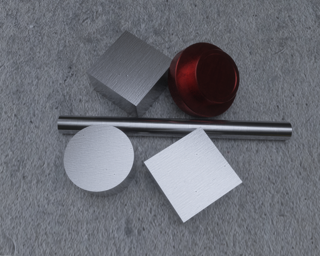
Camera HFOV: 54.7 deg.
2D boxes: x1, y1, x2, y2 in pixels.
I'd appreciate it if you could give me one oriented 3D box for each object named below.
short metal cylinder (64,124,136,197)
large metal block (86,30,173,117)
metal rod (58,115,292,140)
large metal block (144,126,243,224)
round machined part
[{"bbox_3d":[-0.070,0.041,0.380,0.081,0.050,0.080,0,70,0],"label":"short metal cylinder"},{"bbox_3d":[-0.037,-0.071,0.419,0.080,0.050,0.080,35,73,11],"label":"large metal block"},{"bbox_3d":[0.019,0.000,0.411,0.302,0.025,0.025,2,70,0],"label":"metal rod"},{"bbox_3d":[0.037,0.058,0.375,0.080,0.050,0.080,-32,73,-11],"label":"large metal block"},{"bbox_3d":[0.063,-0.063,0.399,0.099,0.042,0.097,2,85,-27],"label":"round machined part"}]
